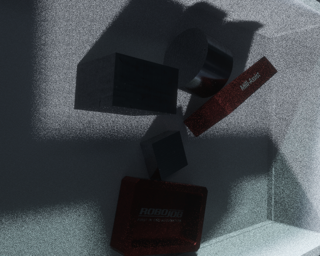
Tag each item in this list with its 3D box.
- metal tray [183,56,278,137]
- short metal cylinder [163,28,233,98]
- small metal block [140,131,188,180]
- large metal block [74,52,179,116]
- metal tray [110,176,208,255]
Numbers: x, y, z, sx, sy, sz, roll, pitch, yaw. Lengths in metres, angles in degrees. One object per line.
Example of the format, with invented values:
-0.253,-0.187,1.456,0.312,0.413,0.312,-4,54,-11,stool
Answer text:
0.102,-0.046,0.449,0.131,0.090,0.030,-37,87,-34,metal tray
0.049,-0.085,0.414,0.050,0.080,0.080,17,80,-39,short metal cylinder
0.006,0.035,0.414,0.050,0.025,0.050,-24,105,-38,small metal block
-0.038,-0.043,0.341,0.081,0.080,0.050,5,87,-40,large metal block
0.004,0.116,0.409,0.131,0.030,0.090,15,80,-39,metal tray
